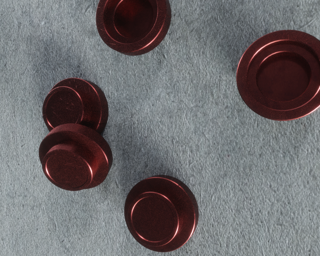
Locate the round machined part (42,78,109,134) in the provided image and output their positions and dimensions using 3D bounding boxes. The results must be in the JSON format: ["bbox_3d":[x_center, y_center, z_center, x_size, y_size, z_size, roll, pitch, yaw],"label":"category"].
[{"bbox_3d":[-0.127,-0.024,0.445,0.098,0.042,0.097,0,90,20],"label":"round machined part"}]

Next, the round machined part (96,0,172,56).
[{"bbox_3d":[-0.031,-0.144,0.411,0.098,0.042,0.097,0,90,20],"label":"round machined part"}]

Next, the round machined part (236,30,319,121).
[{"bbox_3d":[0.139,-0.057,0.351,0.098,0.042,0.097,0,90,20],"label":"round machined part"}]

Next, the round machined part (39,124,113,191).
[{"bbox_3d":[-0.118,0.046,0.418,0.098,0.042,0.097,4,120,7],"label":"round machined part"}]

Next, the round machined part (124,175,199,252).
[{"bbox_3d":[-0.003,0.112,0.401,0.098,0.042,0.097,0,90,20],"label":"round machined part"}]
